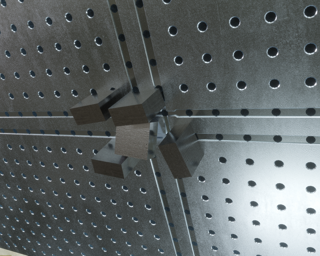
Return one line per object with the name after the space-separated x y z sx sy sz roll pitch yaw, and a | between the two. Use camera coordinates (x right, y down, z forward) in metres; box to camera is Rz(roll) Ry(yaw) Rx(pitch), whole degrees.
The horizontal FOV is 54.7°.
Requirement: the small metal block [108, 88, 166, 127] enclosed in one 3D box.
-0.028 -0.027 0.392 0.050 0.050 0.025 -6 116 30 | small metal block

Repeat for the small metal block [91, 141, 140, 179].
-0.063 0.045 0.455 0.050 0.050 0.025 7 122 24 | small metal block

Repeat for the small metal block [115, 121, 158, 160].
-0.032 0.013 0.423 0.050 0.025 0.050 8 98 23 | small metal block

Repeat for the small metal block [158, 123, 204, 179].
0.029 0.029 0.397 0.025 0.050 0.050 -14 111 33 | small metal block

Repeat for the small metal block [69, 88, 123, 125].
-0.084 -0.029 0.419 0.050 0.050 0.025 -7 115 31 | small metal block
